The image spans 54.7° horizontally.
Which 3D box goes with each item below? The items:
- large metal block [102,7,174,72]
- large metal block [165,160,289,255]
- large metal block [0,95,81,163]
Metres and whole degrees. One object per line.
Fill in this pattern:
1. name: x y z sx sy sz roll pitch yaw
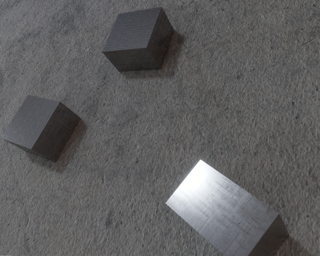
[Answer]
1. large metal block: -0.033 -0.138 0.490 0.080 0.050 0.080 3 63 29
2. large metal block: 0.064 0.084 0.284 0.080 0.080 0.050 34 81 38
3. large metal block: -0.186 0.000 0.486 0.080 0.050 0.080 12 68 33
